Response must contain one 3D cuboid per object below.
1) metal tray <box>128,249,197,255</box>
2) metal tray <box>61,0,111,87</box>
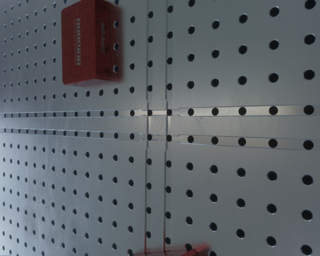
[{"bbox_3d":[-0.001,0.214,0.406,0.130,0.030,0.090,-23,75,37],"label":"metal tray"},{"bbox_3d":[-0.123,-0.138,0.508,0.090,0.030,0.129,-2,88,40],"label":"metal tray"}]
